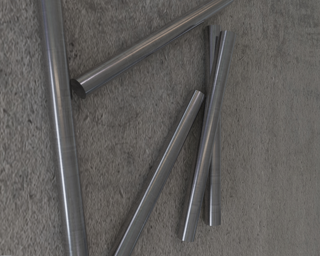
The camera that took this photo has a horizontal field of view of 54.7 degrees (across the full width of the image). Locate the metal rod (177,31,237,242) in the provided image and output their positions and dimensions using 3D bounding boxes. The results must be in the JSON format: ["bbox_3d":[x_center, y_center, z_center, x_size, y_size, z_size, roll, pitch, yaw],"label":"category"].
[{"bbox_3d":[0.067,0.010,0.442,0.025,0.025,0.298,14,87,-39],"label":"metal rod"}]

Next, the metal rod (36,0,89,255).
[{"bbox_3d":[-0.100,0.004,0.320,0.025,0.025,0.298,-8,96,-40],"label":"metal rod"}]

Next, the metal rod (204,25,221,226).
[{"bbox_3d":[0.080,-0.004,0.471,0.025,0.025,0.298,0,90,-40],"label":"metal rod"}]

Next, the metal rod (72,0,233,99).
[{"bbox_3d":[0.009,-0.124,0.411,0.302,0.025,0.025,-40,115,-32],"label":"metal rod"}]

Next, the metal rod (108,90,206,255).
[{"bbox_3d":[-0.010,0.077,0.396,0.025,0.025,0.300,41,65,-32],"label":"metal rod"}]
